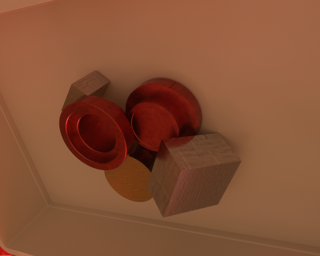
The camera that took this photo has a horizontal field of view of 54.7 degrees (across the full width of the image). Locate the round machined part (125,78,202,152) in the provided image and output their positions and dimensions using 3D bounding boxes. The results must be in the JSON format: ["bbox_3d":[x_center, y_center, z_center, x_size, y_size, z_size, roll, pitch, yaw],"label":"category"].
[{"bbox_3d":[-0.001,-0.009,0.387,0.098,0.042,0.097,13,124,20],"label":"round machined part"}]

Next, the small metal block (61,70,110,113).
[{"bbox_3d":[-0.099,-0.043,0.414,0.025,0.050,0.050,38,129,2],"label":"small metal block"}]

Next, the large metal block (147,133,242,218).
[{"bbox_3d":[0.039,0.056,0.375,0.050,0.081,0.079,57,142,42],"label":"large metal block"}]

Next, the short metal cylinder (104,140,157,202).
[{"bbox_3d":[-0.031,0.058,0.441,0.080,0.050,0.079,13,124,20],"label":"short metal cylinder"}]

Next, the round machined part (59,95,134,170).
[{"bbox_3d":[-0.076,0.003,0.398,0.098,0.042,0.097,13,124,20],"label":"round machined part"}]
